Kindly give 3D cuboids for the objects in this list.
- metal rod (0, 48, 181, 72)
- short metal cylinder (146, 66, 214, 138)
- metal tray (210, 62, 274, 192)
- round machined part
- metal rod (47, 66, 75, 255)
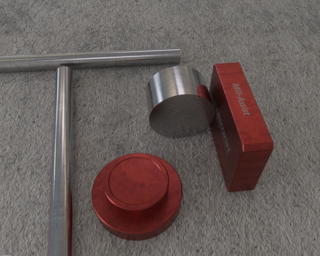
[{"bbox_3d":[-0.119,-0.108,0.493,0.302,0.025,0.025,-4,50,-4],"label":"metal rod"},{"bbox_3d":[0.024,-0.031,0.394,0.081,0.080,0.050,-5,50,-4],"label":"short metal cylinder"},{"bbox_3d":[0.086,-0.003,0.364,0.030,0.090,0.130,-5,50,-4],"label":"metal tray"},{"bbox_3d":[-0.025,0.066,0.336,0.099,0.042,0.098,0,50,0],"label":"round machined part"},{"bbox_3d":[-0.118,0.028,0.378,0.025,0.025,0.300,-8,50,-7],"label":"metal rod"}]
